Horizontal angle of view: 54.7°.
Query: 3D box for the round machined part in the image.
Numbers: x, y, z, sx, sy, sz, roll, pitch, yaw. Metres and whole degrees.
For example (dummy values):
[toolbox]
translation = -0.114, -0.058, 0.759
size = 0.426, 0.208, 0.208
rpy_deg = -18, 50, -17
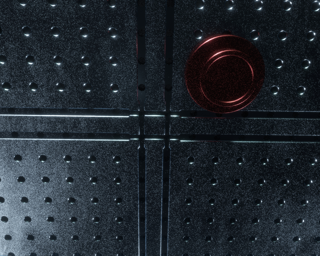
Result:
[round machined part]
translation = 0.081, -0.064, 0.382
size = 0.099, 0.042, 0.097
rpy_deg = 0, 110, -1
